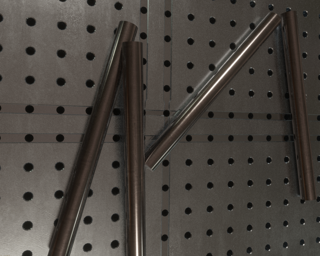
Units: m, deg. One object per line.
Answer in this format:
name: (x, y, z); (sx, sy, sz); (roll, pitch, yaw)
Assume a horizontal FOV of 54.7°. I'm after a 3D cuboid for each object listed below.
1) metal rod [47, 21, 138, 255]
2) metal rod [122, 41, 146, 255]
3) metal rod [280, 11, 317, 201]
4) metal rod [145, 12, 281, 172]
metal rod: (-0.081, 0.011, 0.383); (0.025, 0.025, 0.299); (18, 84, -20)
metal rod: (-0.032, 0.046, 0.388); (0.025, 0.025, 0.298); (-3, 96, -20)
metal rod: (0.222, -0.033, 0.496); (0.025, 0.025, 0.298); (-9, 93, -20)
metal rod: (0.079, -0.059, 0.443); (0.025, 0.025, 0.300); (45, 76, -15)
